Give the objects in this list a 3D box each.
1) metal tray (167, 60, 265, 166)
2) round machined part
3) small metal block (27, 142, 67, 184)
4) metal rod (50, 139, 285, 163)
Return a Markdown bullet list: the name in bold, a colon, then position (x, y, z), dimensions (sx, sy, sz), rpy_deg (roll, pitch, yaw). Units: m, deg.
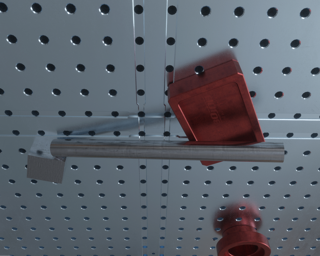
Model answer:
- **metal tray**: position (0.076, -0.013, 0.398), dimensions (0.090, 0.030, 0.130), rpy_deg (-20, 128, 15)
- **round machined part**: position (0.157, 0.223, 0.593), dimensions (0.099, 0.042, 0.097), rpy_deg (-1, 130, 0)
- **small metal block**: position (-0.164, 0.052, 0.454), dimensions (0.050, 0.025, 0.050), rpy_deg (13, 129, -11)
- **metal rod**: position (0.000, 0.029, 0.404), dimensions (0.301, 0.025, 0.025), rpy_deg (0, 131, 11)
